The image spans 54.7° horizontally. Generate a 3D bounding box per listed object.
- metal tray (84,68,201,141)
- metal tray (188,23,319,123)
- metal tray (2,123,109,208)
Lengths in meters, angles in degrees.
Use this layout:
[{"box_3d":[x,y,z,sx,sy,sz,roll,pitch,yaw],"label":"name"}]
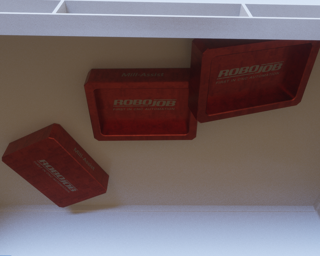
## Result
[{"box_3d":[-0.019,-0.027,0.382,0.131,0.030,0.089,-1,130,0],"label":"metal tray"},{"box_3d":[0.099,-0.059,0.335,0.131,0.030,0.089,-11,131,-12],"label":"metal tray"},{"box_3d":[-0.148,0.060,0.455,0.090,0.030,0.130,-22,127,17],"label":"metal tray"}]
